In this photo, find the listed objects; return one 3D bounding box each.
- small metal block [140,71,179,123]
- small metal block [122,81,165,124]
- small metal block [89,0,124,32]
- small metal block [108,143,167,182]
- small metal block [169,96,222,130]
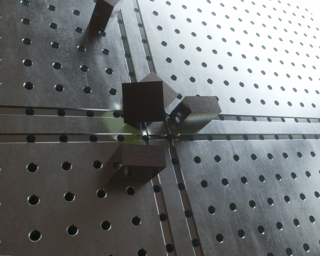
[{"bbox_3d":[-0.010,-0.044,0.431,0.050,0.025,0.050,42,50,0],"label":"small metal block"},{"bbox_3d":[-0.020,-0.032,0.393,0.050,0.025,0.050,-3,90,0],"label":"small metal block"},{"bbox_3d":[-0.077,-0.181,0.462,0.025,0.050,0.050,31,52,-9],"label":"small metal block"},{"bbox_3d":[-0.028,0.041,0.354,0.050,0.050,0.025,6,59,-26],"label":"small metal block"},{"bbox_3d":[0.048,-0.020,0.433,0.050,0.050,0.025,-3,64,-30],"label":"small metal block"}]
